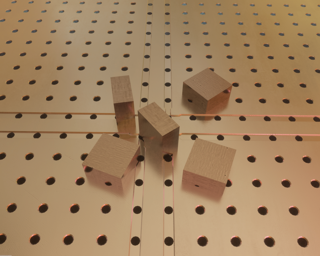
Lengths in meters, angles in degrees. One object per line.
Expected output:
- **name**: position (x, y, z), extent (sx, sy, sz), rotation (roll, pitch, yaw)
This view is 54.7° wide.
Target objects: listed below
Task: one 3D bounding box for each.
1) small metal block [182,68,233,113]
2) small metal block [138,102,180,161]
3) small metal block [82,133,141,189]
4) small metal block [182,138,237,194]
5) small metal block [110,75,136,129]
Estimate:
- **small metal block**: position (0.069, -0.057, 0.456), extent (0.050, 0.025, 0.050), rotation (-32, 57, -25)
- **small metal block**: position (-0.002, 0.004, 0.388), extent (0.025, 0.050, 0.050), rotation (-30, 57, -23)
- **small metal block**: position (-0.057, 0.039, 0.374), extent (0.050, 0.025, 0.050), rotation (18, 52, 14)
- **small metal block**: position (0.059, 0.045, 0.371), extent (0.050, 0.025, 0.050), rotation (17, 52, 13)
- **small metal block**: position (-0.050, -0.035, 0.420), extent (0.025, 0.050, 0.050), rotation (-8, 51, -7)
